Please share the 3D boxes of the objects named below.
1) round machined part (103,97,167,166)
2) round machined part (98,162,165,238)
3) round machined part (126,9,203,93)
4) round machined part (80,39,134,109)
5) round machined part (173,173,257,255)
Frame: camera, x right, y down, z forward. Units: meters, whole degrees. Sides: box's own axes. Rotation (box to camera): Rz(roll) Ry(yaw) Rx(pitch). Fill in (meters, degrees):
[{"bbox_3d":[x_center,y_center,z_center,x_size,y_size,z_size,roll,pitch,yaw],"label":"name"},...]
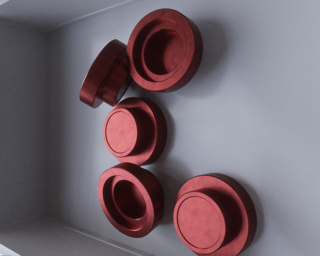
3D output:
[{"bbox_3d":[-0.041,0.006,0.430,0.098,0.042,0.097,0,90,40],"label":"round machined part"},{"bbox_3d":[-0.034,0.092,0.414,0.098,0.042,0.097,12,111,34],"label":"round machined part"},{"bbox_3d":[0.009,-0.092,0.384,0.098,0.042,0.097,0,89,33],"label":"round machined part"},{"bbox_3d":[-0.065,-0.068,0.425,0.042,0.098,0.097,31,113,-1],"label":"round machined part"},{"bbox_3d":[0.054,0.102,0.351,0.098,0.042,0.097,0,90,40],"label":"round machined part"}]
